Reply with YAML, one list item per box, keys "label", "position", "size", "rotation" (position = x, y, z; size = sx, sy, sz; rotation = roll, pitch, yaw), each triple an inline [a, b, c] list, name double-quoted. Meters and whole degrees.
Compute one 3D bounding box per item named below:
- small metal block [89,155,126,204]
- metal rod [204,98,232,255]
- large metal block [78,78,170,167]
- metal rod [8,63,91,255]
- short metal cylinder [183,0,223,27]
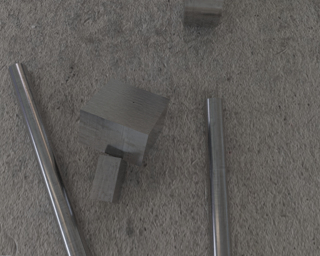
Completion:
- label: "small metal block"
  position: [-0.060, 0.063, 0.370]
  size: [0.025, 0.050, 0.050]
  rotation: [9, 75, 3]
- label: "metal rod"
  position: [0.071, 0.104, 0.370]
  size: [0.025, 0.025, 0.299]
  rotation: [1, 70, 0]
- label: "large metal block"
  position: [-0.042, -0.009, 0.379]
  size: [0.080, 0.050, 0.080]
  rotation: [21, 39, 7]
- label: "metal rod"
  position: [-0.140, 0.045, 0.390]
  size: [0.025, 0.025, 0.299]
  rotation: [-23, 72, -8]
- label: "short metal cylinder"
  position: [0.062, -0.189, 0.449]
  size: [0.050, 0.080, 0.080]
  rotation: [4, 70, 1]
